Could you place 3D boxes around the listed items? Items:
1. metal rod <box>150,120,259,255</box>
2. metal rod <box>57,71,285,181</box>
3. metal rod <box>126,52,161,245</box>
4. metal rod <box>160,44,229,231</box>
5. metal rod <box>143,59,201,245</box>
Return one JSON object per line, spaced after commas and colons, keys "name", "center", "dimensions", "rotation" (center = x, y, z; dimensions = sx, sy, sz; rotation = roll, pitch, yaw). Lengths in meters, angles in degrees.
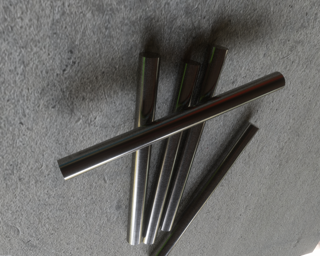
{"name": "metal rod", "center": [0.066, 0.117, 0.514], "dimensions": [0.025, 0.025, 0.299], "rotation": [23, 106, -37]}
{"name": "metal rod", "center": [0.026, -0.009, 0.381], "dimensions": [0.302, 0.025, 0.025], "rotation": [-23, 127, -15]}
{"name": "metal rod", "center": [-0.026, 0.047, 0.421], "dimensions": [0.025, 0.025, 0.298], "rotation": [-8, 122, -24]}
{"name": "metal rod", "center": [0.041, 0.030, 0.447], "dimensions": [0.025, 0.025, 0.298], "rotation": [-1, 119, -28]}
{"name": "metal rod", "center": [0.009, 0.050, 0.442], "dimensions": [0.025, 0.025, 0.298], "rotation": [-2, 120, -27]}
